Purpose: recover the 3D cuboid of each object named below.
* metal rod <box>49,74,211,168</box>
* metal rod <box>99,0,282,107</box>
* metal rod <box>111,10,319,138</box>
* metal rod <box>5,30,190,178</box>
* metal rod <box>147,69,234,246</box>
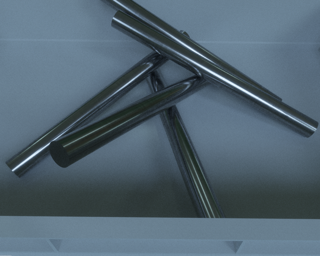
[{"bbox_3d":[0.001,-0.033,0.370,0.025,0.025,0.302,30,37,23],"label":"metal rod"},{"bbox_3d":[0.038,-0.114,0.435,0.301,0.025,0.025,33,55,0],"label":"metal rod"},{"bbox_3d":[0.070,-0.073,0.415,0.301,0.025,0.025,30,55,3],"label":"metal rod"},{"bbox_3d":[-0.068,-0.044,0.416,0.025,0.025,0.301,37,66,26],"label":"metal rod"},{"bbox_3d":[0.018,0.000,0.380,0.025,0.025,0.300,-10,43,-9],"label":"metal rod"}]
